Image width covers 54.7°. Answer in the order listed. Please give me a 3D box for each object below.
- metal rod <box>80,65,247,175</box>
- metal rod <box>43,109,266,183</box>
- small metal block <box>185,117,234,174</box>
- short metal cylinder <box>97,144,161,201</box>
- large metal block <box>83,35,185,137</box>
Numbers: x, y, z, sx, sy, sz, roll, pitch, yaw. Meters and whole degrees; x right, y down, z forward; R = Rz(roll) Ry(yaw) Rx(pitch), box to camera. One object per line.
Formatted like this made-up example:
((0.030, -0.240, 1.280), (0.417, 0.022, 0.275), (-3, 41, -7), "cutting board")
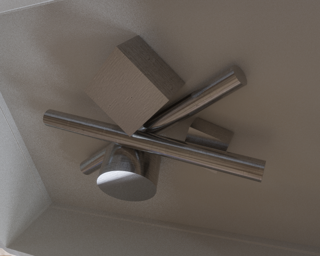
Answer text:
((-0.018, 0.005, 0.417), (0.299, 0.025, 0.025), (-31, 102, 37), "metal rod")
((-0.023, 0.017, 0.395), (0.301, 0.025, 0.025), (13, 124, 20), "metal rod")
((0.058, 0.022, 0.387), (0.050, 0.025, 0.050), (24, 127, 13), "small metal block")
((-0.042, 0.060, 0.430), (0.080, 0.050, 0.080), (5, 140, 5), "short metal cylinder")
((-0.031, -0.050, 0.374), (0.080, 0.050, 0.080), (46, 129, -4), "large metal block")
